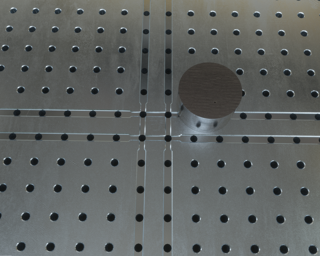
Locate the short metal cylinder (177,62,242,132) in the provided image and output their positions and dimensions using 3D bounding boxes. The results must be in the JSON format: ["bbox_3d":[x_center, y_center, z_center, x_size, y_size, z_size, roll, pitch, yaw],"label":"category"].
[{"bbox_3d":[0.064,-0.040,0.414,0.081,0.050,0.080,0,70,0],"label":"short metal cylinder"}]
